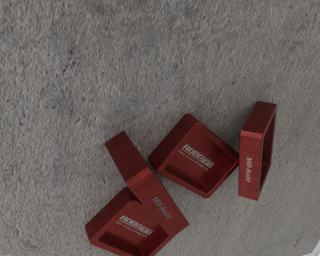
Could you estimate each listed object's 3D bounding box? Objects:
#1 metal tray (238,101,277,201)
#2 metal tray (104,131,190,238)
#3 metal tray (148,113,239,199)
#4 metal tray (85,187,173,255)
[{"bbox_3d":[0.150,0.036,0.476,0.090,0.030,0.129,-49,141,-43],"label":"metal tray"},{"bbox_3d":[-0.016,0.074,0.401,0.030,0.090,0.130,-35,129,-5],"label":"metal tray"},{"bbox_3d":[0.057,0.046,0.463,0.130,0.030,0.090,35,99,-39],"label":"metal tray"},{"bbox_3d":[-0.038,0.155,0.478,0.090,0.030,0.130,-45,129,3],"label":"metal tray"}]
